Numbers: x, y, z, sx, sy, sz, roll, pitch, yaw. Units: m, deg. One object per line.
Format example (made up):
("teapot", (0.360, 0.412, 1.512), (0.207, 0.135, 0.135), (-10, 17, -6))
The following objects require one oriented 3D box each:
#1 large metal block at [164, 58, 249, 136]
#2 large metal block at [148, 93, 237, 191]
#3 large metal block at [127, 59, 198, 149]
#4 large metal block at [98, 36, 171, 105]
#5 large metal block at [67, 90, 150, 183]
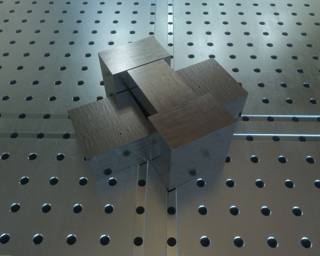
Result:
("large metal block", (0.059, -0.042, 0.427), (0.081, 0.050, 0.080), (-23, 56, -18))
("large metal block", (0.034, 0.016, 0.358), (0.081, 0.080, 0.050), (-22, 54, -19))
("large metal block", (0.001, -0.027, 0.395), (0.050, 0.080, 0.080), (-23, 54, -18))
("large metal block", (-0.033, -0.070, 0.430), (0.081, 0.080, 0.050), (-22, 53, -18))
("large metal block", (-0.059, 0.008, 0.386), (0.081, 0.050, 0.080), (-21, 53, -17))
